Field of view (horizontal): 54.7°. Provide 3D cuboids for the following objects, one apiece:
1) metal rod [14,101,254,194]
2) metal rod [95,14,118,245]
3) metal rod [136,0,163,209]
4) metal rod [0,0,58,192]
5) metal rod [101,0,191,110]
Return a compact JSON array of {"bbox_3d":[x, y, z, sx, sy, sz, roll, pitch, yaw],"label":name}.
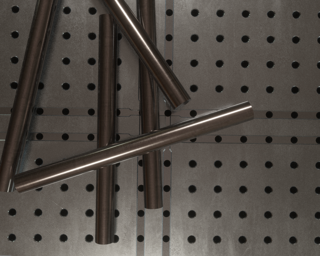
[{"bbox_3d":[-0.031,0.024,0.386,0.302,0.025,0.025,-18,90,-1],"label":"metal rod"},{"bbox_3d":[-0.071,0.002,0.412,0.025,0.025,0.298,1,90,-1],"label":"metal rod"},{"bbox_3d":[-0.014,-0.044,0.413,0.025,0.025,0.298,-2,90,-1],"label":"metal rod"},{"bbox_3d":[-0.173,-0.064,0.411,0.025,0.025,0.298,13,90,-1],"label":"metal rod"},{"bbox_3d":[-0.053,-0.153,0.394,0.025,0.025,0.299,-33,83,0],"label":"metal rod"}]
